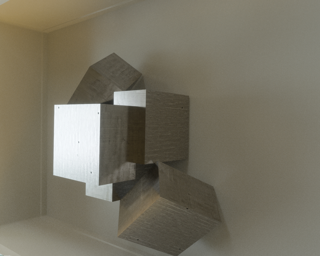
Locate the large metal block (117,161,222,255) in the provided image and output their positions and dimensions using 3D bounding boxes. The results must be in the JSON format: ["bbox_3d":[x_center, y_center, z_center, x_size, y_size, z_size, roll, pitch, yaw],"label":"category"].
[{"bbox_3d":[0.009,0.094,0.352,0.080,0.080,0.050,-49,26,29],"label":"large metal block"}]

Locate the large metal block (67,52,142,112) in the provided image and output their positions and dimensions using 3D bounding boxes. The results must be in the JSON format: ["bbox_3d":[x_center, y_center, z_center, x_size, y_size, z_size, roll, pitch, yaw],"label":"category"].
[{"bbox_3d":[-0.077,-0.048,0.423,0.050,0.080,0.080,37,118,-5],"label":"large metal block"}]

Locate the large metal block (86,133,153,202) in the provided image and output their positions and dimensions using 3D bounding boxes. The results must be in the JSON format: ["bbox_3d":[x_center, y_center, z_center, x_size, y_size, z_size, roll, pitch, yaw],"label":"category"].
[{"bbox_3d":[-0.049,0.047,0.410,0.050,0.081,0.080,1,91,40],"label":"large metal block"}]

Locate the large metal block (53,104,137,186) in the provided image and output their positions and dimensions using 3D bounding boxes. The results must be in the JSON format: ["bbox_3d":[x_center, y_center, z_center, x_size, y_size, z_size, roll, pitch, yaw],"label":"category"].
[{"bbox_3d":[-0.073,0.015,0.344,0.080,0.050,0.079,2,92,40],"label":"large metal block"}]

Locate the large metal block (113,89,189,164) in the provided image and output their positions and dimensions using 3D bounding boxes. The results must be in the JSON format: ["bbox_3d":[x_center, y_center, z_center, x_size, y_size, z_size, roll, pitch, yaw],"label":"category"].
[{"bbox_3d":[-0.009,-0.002,0.375,0.050,0.081,0.080,1,91,40],"label":"large metal block"}]
